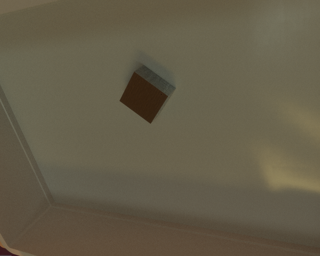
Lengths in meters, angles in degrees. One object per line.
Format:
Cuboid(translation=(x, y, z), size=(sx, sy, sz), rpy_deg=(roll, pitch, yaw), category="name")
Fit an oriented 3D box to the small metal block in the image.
Cuboid(translation=(-0.016, -0.042, 0.392), size=(0.050, 0.025, 0.050), rpy_deg=(37, 129, 3), category="small metal block")
